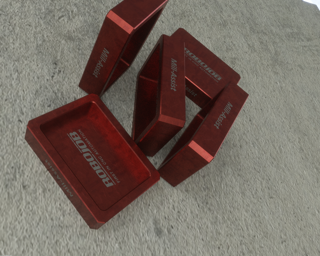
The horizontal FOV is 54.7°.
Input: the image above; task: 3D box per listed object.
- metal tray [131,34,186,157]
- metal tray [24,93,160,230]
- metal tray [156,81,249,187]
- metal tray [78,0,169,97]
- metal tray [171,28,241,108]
[{"bbox_3d":[-0.003,-0.040,0.387,0.030,0.090,0.130,16,55,-20],"label":"metal tray"},{"bbox_3d":[-0.073,0.032,0.344,0.091,0.030,0.130,-33,80,-38],"label":"metal tray"},{"bbox_3d":[0.055,0.006,0.391,0.030,0.090,0.131,40,51,-2],"label":"metal tray"},{"bbox_3d":[-0.047,-0.101,0.376,0.030,0.129,0.090,38,51,-4],"label":"metal tray"},{"bbox_3d":[0.057,-0.091,0.490,0.130,0.030,0.090,39,51,-2],"label":"metal tray"}]
